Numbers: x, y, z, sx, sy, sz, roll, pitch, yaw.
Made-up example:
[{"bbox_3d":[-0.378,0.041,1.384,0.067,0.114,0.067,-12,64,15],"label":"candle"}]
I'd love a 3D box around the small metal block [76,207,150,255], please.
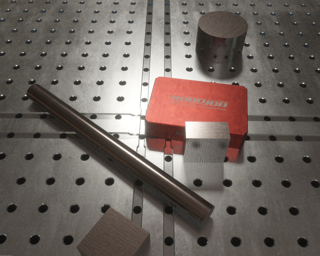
[{"bbox_3d":[-0.045,0.116,0.309,0.050,0.025,0.050,27,55,21],"label":"small metal block"}]

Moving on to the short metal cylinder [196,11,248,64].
[{"bbox_3d":[0.102,-0.153,0.522,0.081,0.050,0.080,0,50,0],"label":"short metal cylinder"}]

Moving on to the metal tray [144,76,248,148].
[{"bbox_3d":[0.051,-0.024,0.425,0.131,0.030,0.090,8,50,6],"label":"metal tray"}]

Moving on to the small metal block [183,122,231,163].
[{"bbox_3d":[0.055,0.018,0.377,0.050,0.050,0.025,1,50,0],"label":"small metal block"}]

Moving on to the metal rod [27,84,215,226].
[{"bbox_3d":[-0.065,0.021,0.389,0.300,0.025,0.025,32,57,24],"label":"metal rod"}]
